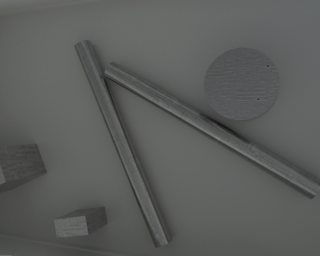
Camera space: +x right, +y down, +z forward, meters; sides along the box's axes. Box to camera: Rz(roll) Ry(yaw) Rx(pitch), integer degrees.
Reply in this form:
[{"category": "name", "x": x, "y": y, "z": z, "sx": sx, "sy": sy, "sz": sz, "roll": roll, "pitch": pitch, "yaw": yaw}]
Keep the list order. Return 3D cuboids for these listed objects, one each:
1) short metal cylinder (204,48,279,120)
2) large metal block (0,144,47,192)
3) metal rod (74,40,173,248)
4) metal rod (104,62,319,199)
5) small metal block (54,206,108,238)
[{"category": "short metal cylinder", "x": 0.096, "y": -0.048, "z": 0.363, "sx": 0.080, "sy": 0.050, "sz": 0.079, "roll": 0, "pitch": 90, "yaw": 19}, {"category": "large metal block", "x": -0.234, "y": 0.064, "z": 0.462, "sx": 0.080, "sy": 0.080, "sz": 0.050, "roll": -25, "pitch": 82, "yaw": 18}, {"category": "metal rod", "x": -0.053, "y": 0.016, "z": 0.428, "sx": 0.025, "sy": 0.025, "sz": 0.299, "roll": -26, "pitch": 82, "yaw": 18}, {"category": "metal rod", "x": 0.053, "y": -0.006, "z": 0.391, "sx": 0.300, "sy": 0.025, "sz": 0.025, "roll": 32, "pitch": 100, "yaw": 16}, {"category": "small metal block", "x": -0.110, "y": 0.132, "z": 0.435, "sx": 0.050, "sy": 0.050, "sz": 0.025, "roll": -12, "pitch": 86, "yaw": 19}]
